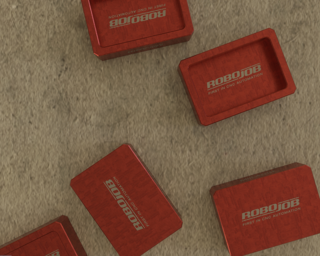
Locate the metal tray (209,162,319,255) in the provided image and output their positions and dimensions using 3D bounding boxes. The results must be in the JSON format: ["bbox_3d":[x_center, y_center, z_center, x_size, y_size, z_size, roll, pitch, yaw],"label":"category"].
[{"bbox_3d":[0.141,0.106,0.410,0.131,0.030,0.090,-16,90,-1],"label":"metal tray"}]

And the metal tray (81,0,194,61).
[{"bbox_3d":[-0.030,-0.148,0.406,0.131,0.030,0.089,-13,90,-1],"label":"metal tray"}]

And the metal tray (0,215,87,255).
[{"bbox_3d":[-0.166,0.185,0.405,0.131,0.030,0.090,-27,90,-1],"label":"metal tray"}]

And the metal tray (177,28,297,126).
[{"bbox_3d":[0.099,-0.065,0.408,0.131,0.030,0.090,-21,90,-1],"label":"metal tray"}]

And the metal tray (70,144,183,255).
[{"bbox_3d":[-0.043,0.096,0.407,0.090,0.030,0.130,-35,90,-1],"label":"metal tray"}]
